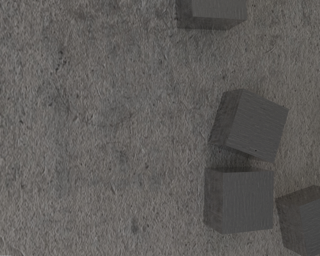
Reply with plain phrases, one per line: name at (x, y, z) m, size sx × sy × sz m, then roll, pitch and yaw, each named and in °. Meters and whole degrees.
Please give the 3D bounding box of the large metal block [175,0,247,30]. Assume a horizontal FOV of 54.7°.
large metal block at (0.067, -0.181, 0.420) m, size 0.081 × 0.050 × 0.079 m, roll -4°, pitch 92°, yaw -20°

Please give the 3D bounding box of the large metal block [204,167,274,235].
large metal block at (0.110, 0.098, 0.436) m, size 0.081 × 0.050 × 0.080 m, roll 1°, pitch 90°, yaw -20°

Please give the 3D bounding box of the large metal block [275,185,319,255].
large metal block at (0.235, 0.143, 0.482) m, size 0.081 × 0.050 × 0.080 m, roll -13°, pitch 95°, yaw -20°

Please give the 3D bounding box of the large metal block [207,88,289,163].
large metal block at (0.125, -0.002, 0.442) m, size 0.080 × 0.050 × 0.080 m, roll 20°, pitch 83°, yaw -19°
